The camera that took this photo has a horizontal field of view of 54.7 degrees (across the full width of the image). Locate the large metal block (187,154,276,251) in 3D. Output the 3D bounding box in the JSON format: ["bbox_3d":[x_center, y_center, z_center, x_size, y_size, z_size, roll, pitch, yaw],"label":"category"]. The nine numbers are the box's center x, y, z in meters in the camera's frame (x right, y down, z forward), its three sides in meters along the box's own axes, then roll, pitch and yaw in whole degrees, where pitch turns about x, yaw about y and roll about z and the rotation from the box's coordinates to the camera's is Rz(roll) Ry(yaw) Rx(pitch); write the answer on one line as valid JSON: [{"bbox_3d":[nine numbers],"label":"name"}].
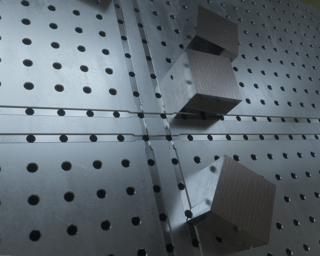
[{"bbox_3d":[0.091,0.093,0.386,0.080,0.050,0.080,32,51,-8],"label":"large metal block"}]

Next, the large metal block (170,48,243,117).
[{"bbox_3d":[0.069,-0.067,0.472,0.081,0.050,0.080,5,59,-26],"label":"large metal block"}]

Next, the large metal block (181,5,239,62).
[{"bbox_3d":[0.086,-0.152,0.534,0.080,0.050,0.080,20,54,-17],"label":"large metal block"}]
